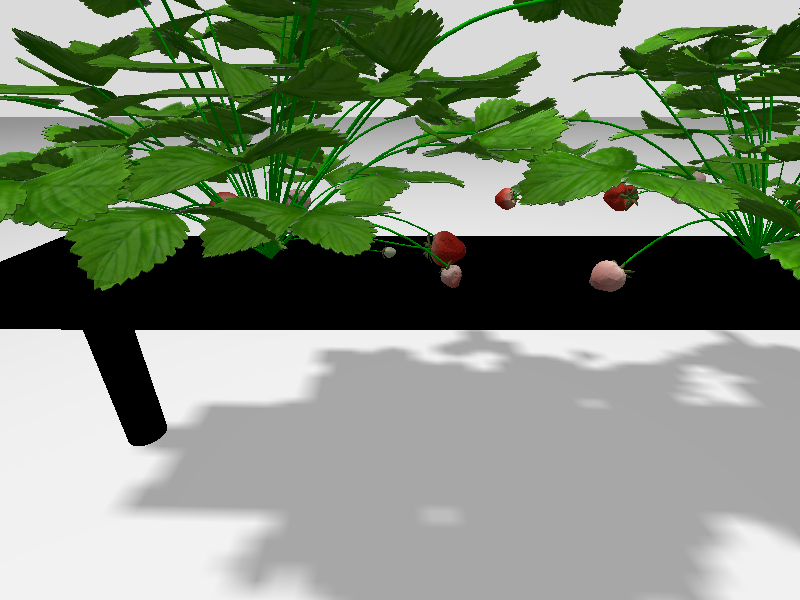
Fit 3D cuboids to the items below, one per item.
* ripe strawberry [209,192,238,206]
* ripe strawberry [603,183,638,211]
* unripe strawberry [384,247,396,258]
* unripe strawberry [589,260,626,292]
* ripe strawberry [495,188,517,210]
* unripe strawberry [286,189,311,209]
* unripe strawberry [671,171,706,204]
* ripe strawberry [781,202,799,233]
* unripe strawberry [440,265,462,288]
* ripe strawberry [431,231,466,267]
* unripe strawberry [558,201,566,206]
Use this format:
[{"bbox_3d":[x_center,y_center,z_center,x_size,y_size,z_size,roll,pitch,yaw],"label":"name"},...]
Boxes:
[{"bbox_3d":[-0.207,-0.109,0.474,0.037,0.039,0.040,-17,31,-31],"label":"ripe strawberry"},{"bbox_3d":[0.287,-0.135,0.524,0.041,0.036,0.037,-6,21,-12],"label":"ripe strawberry"},{"bbox_3d":[-0.010,-0.045,0.371,0.012,0.010,0.012,0,26,-1],"label":"unripe strawberry"},{"bbox_3d":[0.156,-0.017,0.304,0.025,0.022,0.025,-25,32,-11],"label":"unripe strawberry"},{"bbox_3d":[0.141,-0.136,0.538,0.027,0.029,0.029,-24,21,-39],"label":"ripe strawberry"},{"bbox_3d":[-0.131,-0.129,0.518,0.034,0.030,0.031,-2,26,-3],"label":"unripe strawberry"},{"bbox_3d":[0.401,-0.160,0.561,0.042,0.048,0.046,8,27,16],"label":"unripe strawberry"},{"bbox_3d":[0.437,-0.090,0.436,0.033,0.035,0.031,-17,31,-34],"label":"ripe strawberry"},{"bbox_3d":[0.040,-0.018,0.311,0.017,0.017,0.019,-24,13,31],"label":"unripe strawberry"},{"bbox_3d":[0.042,-0.044,0.347,0.031,0.030,0.034,4,27,6],"label":"ripe strawberry"},{"bbox_3d":[0.208,-0.127,0.517,0.011,0.011,0.011,-18,31,-31],"label":"unripe strawberry"}]
